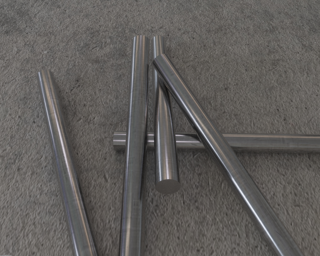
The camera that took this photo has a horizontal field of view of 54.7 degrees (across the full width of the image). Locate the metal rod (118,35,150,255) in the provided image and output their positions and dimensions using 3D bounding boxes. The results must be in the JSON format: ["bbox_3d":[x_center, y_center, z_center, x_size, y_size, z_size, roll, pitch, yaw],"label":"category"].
[{"bbox_3d":[-0.027,0.007,0.364,0.025,0.025,0.299,0,60,0],"label":"metal rod"}]

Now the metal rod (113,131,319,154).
[{"bbox_3d":[0.094,0.018,0.388,0.302,0.025,0.025,1,50,0],"label":"metal rod"}]

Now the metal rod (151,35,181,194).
[{"bbox_3d":[0.003,-0.044,0.416,0.025,0.025,0.300,-2,43,-1],"label":"metal rod"}]

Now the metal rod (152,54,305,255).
[{"bbox_3d":[0.068,0.024,0.354,0.025,0.025,0.299,-21,62,-17],"label":"metal rod"}]

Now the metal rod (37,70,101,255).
[{"bbox_3d":[-0.118,0.029,0.377,0.025,0.025,0.300,-17,52,-14],"label":"metal rod"}]
